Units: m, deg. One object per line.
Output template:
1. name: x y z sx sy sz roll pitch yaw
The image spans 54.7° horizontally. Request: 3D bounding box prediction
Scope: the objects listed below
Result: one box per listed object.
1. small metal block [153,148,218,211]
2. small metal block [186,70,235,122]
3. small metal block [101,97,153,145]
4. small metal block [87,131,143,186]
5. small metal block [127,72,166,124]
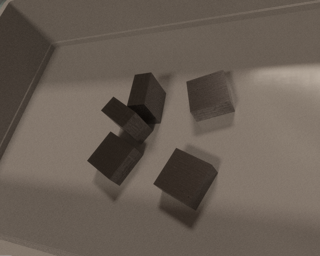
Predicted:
1. small metal block: 0.029 0.058 0.354 0.050 0.025 0.050 24 74 36
2. small metal block: 0.064 -0.041 0.396 0.050 0.025 0.050 -16 55 18
3. small metal block: -0.044 -0.010 0.417 0.050 0.050 0.025 35 82 38
4. small metal block: -0.060 0.040 0.411 0.050 0.025 0.050 30 78 37
5. small metal block: -0.017 -0.039 0.421 0.025 0.050 0.050 -4 60 26
